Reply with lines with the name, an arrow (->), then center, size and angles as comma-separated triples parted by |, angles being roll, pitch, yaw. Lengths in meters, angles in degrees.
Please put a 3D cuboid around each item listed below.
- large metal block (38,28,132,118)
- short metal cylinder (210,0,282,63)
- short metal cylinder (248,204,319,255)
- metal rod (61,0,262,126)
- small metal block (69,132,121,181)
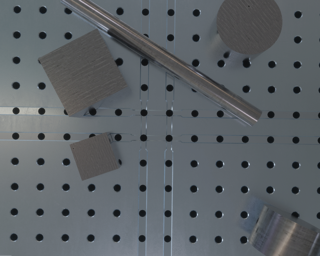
large metal block -> -0.093, -0.068, 0.400 | 0.080, 0.050, 0.080 | -28, 90, 0
short metal cylinder -> 0.109, -0.129, 0.402 | 0.081, 0.050, 0.079 | 0, 90, 0
short metal cylinder -> 0.159, 0.137, 0.387 | 0.080, 0.080, 0.050 | 24, 90, 0
metal rod -> 0.002, -0.094, 0.413 | 0.301, 0.025, 0.025 | 33, 90, 0
small metal block -> -0.085, 0.037, 0.413 | 0.050, 0.025, 0.050 | -19, 90, 0
